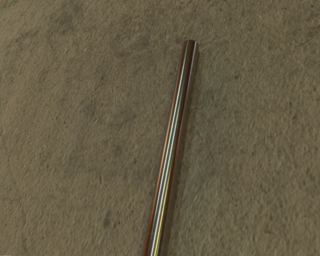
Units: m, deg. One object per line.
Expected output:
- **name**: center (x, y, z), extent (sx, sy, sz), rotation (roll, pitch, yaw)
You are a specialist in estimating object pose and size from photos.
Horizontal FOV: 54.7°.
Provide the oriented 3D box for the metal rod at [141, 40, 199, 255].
- **metal rod**: center (0.018, 0.011, 0.386), extent (0.025, 0.025, 0.299), rotation (-3, 60, 26)
